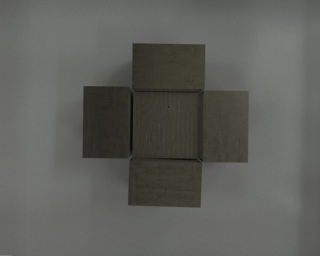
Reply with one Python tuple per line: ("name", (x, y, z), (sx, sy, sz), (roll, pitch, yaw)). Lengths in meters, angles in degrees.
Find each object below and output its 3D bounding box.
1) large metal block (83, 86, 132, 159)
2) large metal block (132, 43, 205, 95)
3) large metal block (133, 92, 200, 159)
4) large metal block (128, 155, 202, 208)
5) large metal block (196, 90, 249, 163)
("large metal block", (-0.060, -0.007, 0.382), (0.050, 0.080, 0.080), (1, 90, 0))
("large metal block", (0.010, -0.068, 0.382), (0.081, 0.080, 0.050), (1, 90, 0))
("large metal block", (0.008, -0.004, 0.396), (0.081, 0.050, 0.080), (1, 90, 0))
("large metal block", (0.006, 0.062, 0.382), (0.081, 0.080, 0.050), (2, 90, 0))
("large metal block", (0.073, -0.002, 0.383), (0.050, 0.080, 0.080), (1, 90, 0))
